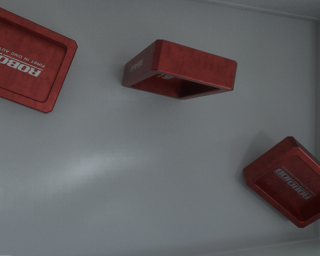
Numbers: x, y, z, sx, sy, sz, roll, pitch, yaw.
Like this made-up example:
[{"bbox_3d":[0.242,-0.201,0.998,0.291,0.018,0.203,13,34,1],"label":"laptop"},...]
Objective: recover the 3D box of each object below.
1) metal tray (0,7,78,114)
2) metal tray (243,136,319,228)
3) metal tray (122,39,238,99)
[{"bbox_3d":[-0.170,-0.079,0.344,0.131,0.030,0.090,21,83,-19],"label":"metal tray"},{"bbox_3d":[0.199,0.083,0.454,0.130,0.030,0.090,39,115,-16],"label":"metal tray"},{"bbox_3d":[0.015,-0.061,0.360,0.091,0.130,0.030,11,87,-20],"label":"metal tray"}]
